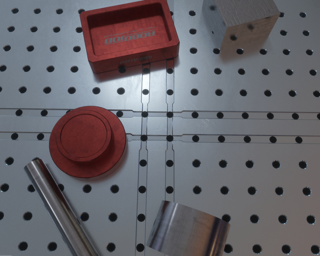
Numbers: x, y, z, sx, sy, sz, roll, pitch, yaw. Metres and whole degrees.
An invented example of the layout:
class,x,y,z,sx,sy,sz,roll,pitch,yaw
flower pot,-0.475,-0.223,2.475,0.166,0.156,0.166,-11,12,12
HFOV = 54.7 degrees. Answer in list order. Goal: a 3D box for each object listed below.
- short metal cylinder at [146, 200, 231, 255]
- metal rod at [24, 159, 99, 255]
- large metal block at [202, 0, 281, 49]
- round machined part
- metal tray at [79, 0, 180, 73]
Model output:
class,x,y,z,sx,sy,sz,roll,pitch,yaw
short metal cylinder,0.031,0.118,0.340,0.080,0.080,0.050,19,72,6
metal rod,-0.074,0.162,0.351,0.025,0.025,0.299,-33,74,-11
large metal block,0.118,-0.176,0.463,0.081,0.050,0.080,-17,71,-6
round machined part,-0.093,0.016,0.396,0.099,0.042,0.098,0,70,0
metal tray,-0.045,-0.139,0.459,0.131,0.030,0.090,-13,71,-5
